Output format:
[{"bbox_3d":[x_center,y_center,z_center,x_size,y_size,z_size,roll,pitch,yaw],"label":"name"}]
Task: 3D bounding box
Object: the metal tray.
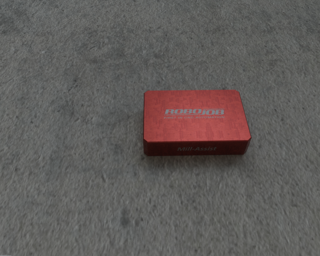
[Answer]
[{"bbox_3d":[0.044,-0.009,0.408,0.131,0.030,0.090,-1,50,-1],"label":"metal tray"}]
